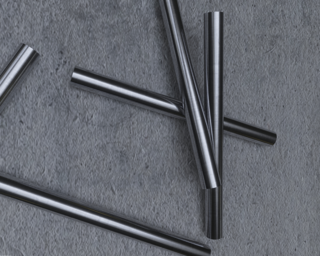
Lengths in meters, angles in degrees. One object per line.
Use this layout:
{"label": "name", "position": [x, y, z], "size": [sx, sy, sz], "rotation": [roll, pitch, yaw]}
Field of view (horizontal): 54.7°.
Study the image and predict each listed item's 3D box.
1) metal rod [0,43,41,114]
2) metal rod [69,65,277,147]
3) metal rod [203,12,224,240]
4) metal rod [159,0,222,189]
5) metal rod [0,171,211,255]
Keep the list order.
{"label": "metal rod", "position": [-0.223, 0.038, 0.326], "size": [0.025, 0.025, 0.300], "rotation": [34, 79, -17]}
{"label": "metal rod", "position": [0.032, -0.023, 0.420], "size": [0.302, 0.025, 0.025], "rotation": [16, 85, -19]}
{"label": "metal rod", "position": [0.071, 0.005, 0.410], "size": [0.025, 0.025, 0.298], "rotation": [-6, 101, -20]}
{"label": "metal rod", "position": [0.033, -0.071, 0.399], "size": [0.025, 0.025, 0.298], "rotation": [-11, 86, -20]}
{"label": "metal rod", "position": [-0.066, 0.115, 0.384], "size": [0.302, 0.025, 0.025], "rotation": [25, 82, -18]}
